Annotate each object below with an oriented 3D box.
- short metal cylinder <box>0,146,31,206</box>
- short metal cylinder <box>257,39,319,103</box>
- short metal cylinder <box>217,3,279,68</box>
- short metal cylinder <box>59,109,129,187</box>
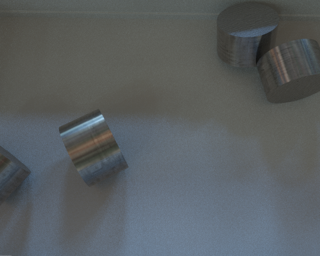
[{"bbox_3d":[-0.201,0.047,0.362,0.080,0.080,0.050,35,74,12],"label":"short metal cylinder"},{"bbox_3d":[0.175,-0.072,0.408,0.081,0.080,0.050,-9,71,-3],"label":"short metal cylinder"},{"bbox_3d":[0.120,-0.130,0.431,0.080,0.050,0.080,-5,51,6],"label":"short metal cylinder"},{"bbox_3d":[-0.078,0.023,0.371,0.050,0.080,0.080,-27,72,-9],"label":"short metal cylinder"}]
